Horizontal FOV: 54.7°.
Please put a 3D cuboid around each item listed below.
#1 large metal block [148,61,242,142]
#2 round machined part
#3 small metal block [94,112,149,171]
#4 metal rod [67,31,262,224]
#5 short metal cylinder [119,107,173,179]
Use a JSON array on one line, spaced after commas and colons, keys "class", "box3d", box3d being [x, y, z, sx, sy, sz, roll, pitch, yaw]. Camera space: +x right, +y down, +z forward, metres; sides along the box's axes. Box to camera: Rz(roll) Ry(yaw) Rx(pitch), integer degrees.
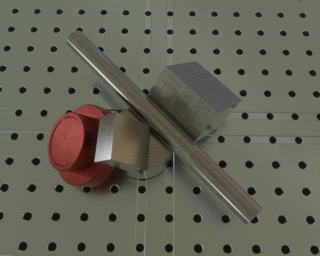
[{"class": "large metal block", "box3d": [0.043, -0.035, 0.385, 0.080, 0.050, 0.080, 44, 33, 14]}, {"class": "round machined part", "box3d": [-0.094, 0.019, 0.364, 0.098, 0.042, 0.098, -12, 70, 36]}, {"class": "small metal block", "box3d": [-0.040, 0.016, 0.333, 0.025, 0.050, 0.050, -13, 65, 38]}, {"class": "metal rod", "box3d": [-0.006, -0.011, 0.359, 0.025, 0.025, 0.300, -42, 75, -14]}, {"class": "short metal cylinder", "box3d": [-0.024, 0.020, 0.387, 0.081, 0.050, 0.080, 0, 70, 0]}]
